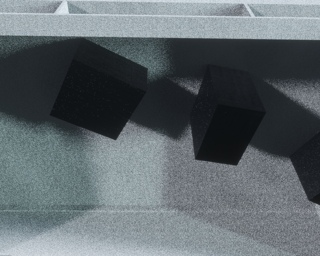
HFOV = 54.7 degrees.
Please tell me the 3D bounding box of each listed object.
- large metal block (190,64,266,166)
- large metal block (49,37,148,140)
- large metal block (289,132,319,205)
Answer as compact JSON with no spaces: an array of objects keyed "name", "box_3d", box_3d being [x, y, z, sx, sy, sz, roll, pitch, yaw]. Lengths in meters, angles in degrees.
[{"name":"large metal block","box_3d":[0.073,-0.016,0.360,0.050,0.080,0.079,9,130,-8]},{"name":"large metal block","box_3d":[-0.069,-0.042,0.356,0.080,0.050,0.080,23,127,-18]},{"name":"large metal block","box_3d":[0.235,0.052,0.419,0.050,0.080,0.080,24,126,-19]}]
